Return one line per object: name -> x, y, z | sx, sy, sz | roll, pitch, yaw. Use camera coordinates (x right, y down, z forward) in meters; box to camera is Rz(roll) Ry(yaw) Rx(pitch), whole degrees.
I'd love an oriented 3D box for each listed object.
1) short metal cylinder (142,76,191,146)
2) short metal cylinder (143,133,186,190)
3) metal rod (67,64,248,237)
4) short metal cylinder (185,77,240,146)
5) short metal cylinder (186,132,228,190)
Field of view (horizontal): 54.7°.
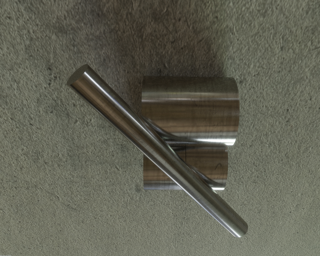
short metal cylinder -> 0.006, -0.020, 0.356 | 0.050, 0.080, 0.079 | 1, 130, -1
short metal cylinder -> 0.005, 0.042, 0.408 | 0.050, 0.080, 0.079 | 1, 130, -1
metal rod -> 0.019, 0.046, 0.343 | 0.025, 0.025, 0.300 | -30, 125, 22
short metal cylinder -> 0.056, -0.019, 0.357 | 0.050, 0.080, 0.079 | 1, 130, -1
short metal cylinder -> 0.056, 0.042, 0.409 | 0.050, 0.080, 0.079 | 1, 130, -1
